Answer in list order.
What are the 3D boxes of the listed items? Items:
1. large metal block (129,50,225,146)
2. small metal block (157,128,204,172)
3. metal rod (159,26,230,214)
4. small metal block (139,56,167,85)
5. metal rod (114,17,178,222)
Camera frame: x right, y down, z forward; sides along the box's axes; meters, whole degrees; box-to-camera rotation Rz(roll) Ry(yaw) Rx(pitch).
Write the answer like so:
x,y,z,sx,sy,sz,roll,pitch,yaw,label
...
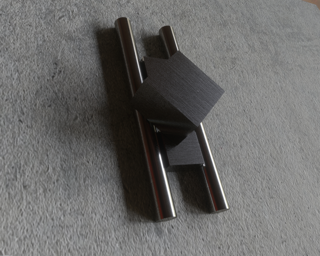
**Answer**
x,y,z,sx,sy,sz,roll,pitch,yaw,label
0.023,-0.039,0.392,0.080,0.050,0.080,42,51,0,large metal block
0.023,0.029,0.401,0.050,0.025,0.050,1,61,-28,small metal block
0.042,-0.028,0.448,0.025,0.025,0.299,1,61,-28,metal rod
-0.002,-0.074,0.449,0.050,0.025,0.050,1,61,-28,small metal block
-0.025,-0.029,0.411,0.025,0.025,0.299,1,61,-28,metal rod
